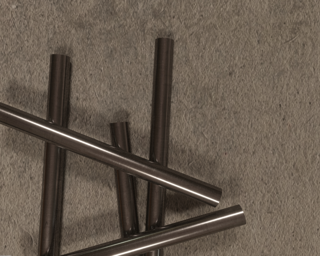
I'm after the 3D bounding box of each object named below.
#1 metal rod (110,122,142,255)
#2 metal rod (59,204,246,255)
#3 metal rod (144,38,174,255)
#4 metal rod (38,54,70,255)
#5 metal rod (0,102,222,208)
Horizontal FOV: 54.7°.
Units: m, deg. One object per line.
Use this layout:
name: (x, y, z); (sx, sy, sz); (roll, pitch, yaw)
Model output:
metal rod: (-0.039, 0.141, 0.409); (0.025, 0.025, 0.298); (-6, 90, -1)
metal rod: (-0.043, 0.148, 0.383); (0.302, 0.025, 0.025); (-16, 90, -1)
metal rod: (-0.002, 0.033, 0.410); (0.025, 0.025, 0.298); (3, 90, -1)
metal rod: (-0.141, 0.054, 0.408); (0.025, 0.025, 0.298); (4, 90, -1)
metal rod: (-0.068, 0.032, 0.383); (0.301, 0.025, 0.025); (21, 90, -1)
